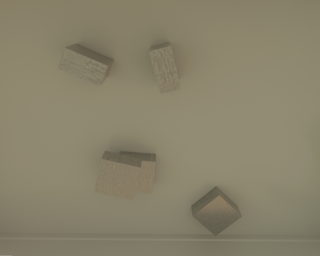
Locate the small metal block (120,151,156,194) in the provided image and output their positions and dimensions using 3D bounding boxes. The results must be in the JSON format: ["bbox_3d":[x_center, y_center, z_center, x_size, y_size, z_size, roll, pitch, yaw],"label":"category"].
[{"bbox_3d":[-0.033,0.062,0.434,0.050,0.025,0.050,5,110,-2],"label":"small metal block"}]

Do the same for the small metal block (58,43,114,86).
[{"bbox_3d":[-0.086,-0.077,0.369,0.050,0.050,0.025,22,109,-8],"label":"small metal block"}]

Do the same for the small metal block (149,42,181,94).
[{"bbox_3d":[0.006,-0.073,0.371,0.025,0.050,0.050,-14,110,5],"label":"small metal block"}]

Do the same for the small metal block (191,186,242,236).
[{"bbox_3d":[0.083,0.123,0.457,0.050,0.025,0.050,-42,105,14],"label":"small metal block"}]

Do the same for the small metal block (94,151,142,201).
[{"bbox_3d":[-0.055,0.062,0.407,0.050,0.025,0.050,14,110,-5],"label":"small metal block"}]
